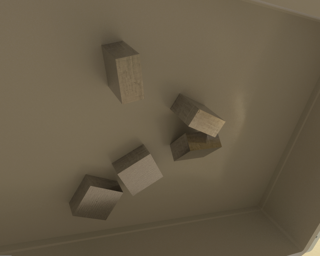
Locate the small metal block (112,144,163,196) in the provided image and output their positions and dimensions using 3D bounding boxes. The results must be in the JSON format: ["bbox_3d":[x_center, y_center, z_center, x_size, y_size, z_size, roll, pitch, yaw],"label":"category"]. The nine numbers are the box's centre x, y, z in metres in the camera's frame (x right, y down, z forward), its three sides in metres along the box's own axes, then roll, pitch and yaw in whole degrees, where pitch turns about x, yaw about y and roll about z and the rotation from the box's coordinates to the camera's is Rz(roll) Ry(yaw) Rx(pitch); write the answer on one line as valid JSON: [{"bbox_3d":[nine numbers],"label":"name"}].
[{"bbox_3d":[-0.030,0.058,0.428,0.050,0.025,0.050,-32,129,-8],"label":"small metal block"}]

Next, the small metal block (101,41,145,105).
[{"bbox_3d":[-0.040,-0.060,0.333,0.025,0.050,0.050,-17,126,-19],"label":"small metal block"}]

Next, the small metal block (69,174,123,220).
[{"bbox_3d":[-0.087,0.095,0.420,0.050,0.025,0.050,22,107,-36],"label":"small metal block"}]

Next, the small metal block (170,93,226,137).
[{"bbox_3d":[0.049,-0.017,0.409,0.050,0.050,0.025,21,107,-36],"label":"small metal block"}]

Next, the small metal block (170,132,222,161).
[{"bbox_3d":[0.049,0.025,0.434,0.050,0.025,0.050,-5,161,-26],"label":"small metal block"}]
